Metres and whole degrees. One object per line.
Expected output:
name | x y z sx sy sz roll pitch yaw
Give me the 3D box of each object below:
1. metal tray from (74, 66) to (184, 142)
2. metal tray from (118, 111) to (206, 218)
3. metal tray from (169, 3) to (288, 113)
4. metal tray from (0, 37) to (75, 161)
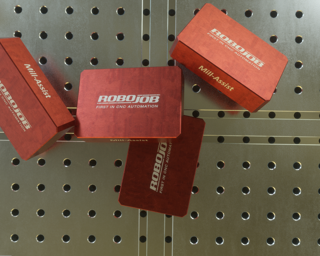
metal tray | -0.037 -0.028 0.389 0.130 0.030 0.090 0 76 10
metal tray | 0.002 0.043 0.411 0.090 0.030 0.129 12 90 0
metal tray | 0.088 -0.090 0.389 0.130 0.030 0.090 35 57 0
metal tray | -0.173 -0.035 0.386 0.090 0.030 0.130 -34 90 34
